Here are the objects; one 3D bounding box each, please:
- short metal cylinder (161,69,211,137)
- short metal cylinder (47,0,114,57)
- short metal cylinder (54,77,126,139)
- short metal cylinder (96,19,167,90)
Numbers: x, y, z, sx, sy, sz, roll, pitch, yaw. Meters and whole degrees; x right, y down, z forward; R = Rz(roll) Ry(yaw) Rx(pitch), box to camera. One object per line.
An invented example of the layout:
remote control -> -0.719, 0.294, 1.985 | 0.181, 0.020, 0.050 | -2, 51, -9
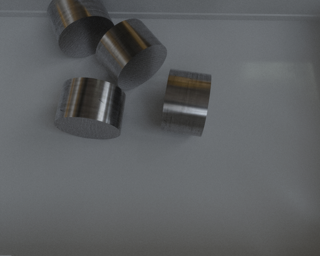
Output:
short metal cylinder -> 0.033, -0.032, 0.392 | 0.050, 0.080, 0.080 | 9, 70, 3
short metal cylinder -> -0.109, -0.145, 0.432 | 0.080, 0.080, 0.050 | -23, 72, -8
short metal cylinder -> -0.086, -0.022, 0.388 | 0.080, 0.080, 0.050 | 5, 70, 2
short metal cylinder -> -0.038, -0.098, 0.416 | 0.080, 0.080, 0.050 | -36, 74, -12
